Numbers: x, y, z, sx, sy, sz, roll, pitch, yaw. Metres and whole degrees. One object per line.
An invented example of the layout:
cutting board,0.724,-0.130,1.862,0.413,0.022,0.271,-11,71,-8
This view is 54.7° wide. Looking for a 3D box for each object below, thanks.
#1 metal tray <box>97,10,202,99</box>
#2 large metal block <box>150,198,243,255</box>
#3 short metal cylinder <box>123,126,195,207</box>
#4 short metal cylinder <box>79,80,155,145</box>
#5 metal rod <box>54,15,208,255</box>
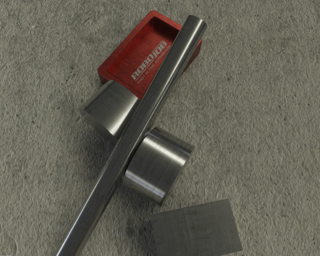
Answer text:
metal tray,-0.013,-0.096,0.440,0.090,0.030,0.130,34,73,11
large metal block,0.035,0.114,0.337,0.081,0.080,0.050,-11,71,-4
short metal cylinder,0.000,0.045,0.363,0.050,0.080,0.080,29,73,10
short metal cylinder,-0.053,-0.013,0.383,0.080,0.080,0.050,39,75,13
metal rod,-0.032,0.014,0.340,0.025,0.025,0.299,29,89,10
